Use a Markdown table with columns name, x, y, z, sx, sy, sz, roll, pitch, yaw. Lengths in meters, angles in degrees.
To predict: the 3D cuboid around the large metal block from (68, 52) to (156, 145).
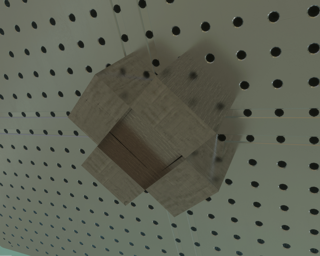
| name | x | y | z | sx | sy | sz | roll | pitch | yaw |
| --- | --- | --- | --- | --- | --- | --- | --- | --- | --- |
| large metal block | -0.055 | -0.037 | 0.383 | 0.050 | 0.080 | 0.080 | 44 | 129 | -2 |

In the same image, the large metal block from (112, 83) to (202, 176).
| name | x | y | z | sx | sy | sz | roll | pitch | yaw |
| --- | --- | --- | --- | --- | --- | --- | --- | --- | --- |
| large metal block | -0.001 | 0.002 | 0.396 | 0.080 | 0.050 | 0.080 | 45 | 131 | -1 |

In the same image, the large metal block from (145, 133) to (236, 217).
| name | x | y | z | sx | sy | sz | roll | pitch | yaw |
| --- | --- | --- | --- | --- | --- | --- | --- | --- | --- |
| large metal block | 0.039 | 0.053 | 0.390 | 0.050 | 0.080 | 0.080 | 45 | 129 | -3 |

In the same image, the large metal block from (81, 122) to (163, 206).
| name | x | y | z | sx | sy | sz | roll | pitch | yaw |
| --- | --- | --- | --- | --- | --- | --- | --- | --- | --- |
| large metal block | -0.045 | 0.044 | 0.427 | 0.080 | 0.080 | 0.050 | 43 | 129 | -2 |

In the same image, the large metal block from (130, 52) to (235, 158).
| name | x | y | z | sx | sy | sz | roll | pitch | yaw |
| --- | --- | --- | --- | --- | --- | --- | --- | --- | --- |
| large metal block | 0.028 | -0.028 | 0.344 | 0.080 | 0.080 | 0.050 | 43 | 129 | -2 |
